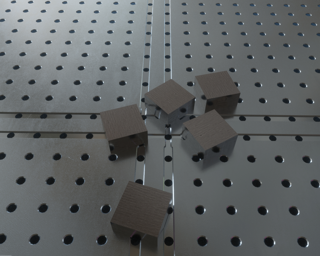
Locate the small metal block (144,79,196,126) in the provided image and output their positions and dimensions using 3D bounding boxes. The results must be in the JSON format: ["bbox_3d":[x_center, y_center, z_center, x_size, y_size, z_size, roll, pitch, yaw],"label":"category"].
[{"bbox_3d":[0.014,-0.037,0.439,0.050,0.025,0.050,-33,58,-25],"label":"small metal block"}]

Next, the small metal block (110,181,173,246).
[{"bbox_3d":[-0.018,0.090,0.331,0.050,0.025,0.050,15,51,11],"label":"small metal block"}]

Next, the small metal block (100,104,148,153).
[{"bbox_3d":[-0.048,-0.001,0.408,0.050,0.025,0.050,-14,52,-12],"label":"small metal block"}]

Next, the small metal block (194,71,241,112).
[{"bbox_3d":[0.082,-0.055,0.455,0.050,0.025,0.050,-11,51,-10],"label":"small metal block"}]

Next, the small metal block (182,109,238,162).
[{"bbox_3d":[0.063,0.009,0.401,0.050,0.025,0.050,-24,54,-19],"label":"small metal block"}]
